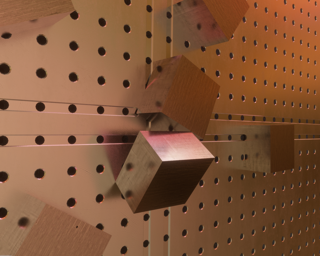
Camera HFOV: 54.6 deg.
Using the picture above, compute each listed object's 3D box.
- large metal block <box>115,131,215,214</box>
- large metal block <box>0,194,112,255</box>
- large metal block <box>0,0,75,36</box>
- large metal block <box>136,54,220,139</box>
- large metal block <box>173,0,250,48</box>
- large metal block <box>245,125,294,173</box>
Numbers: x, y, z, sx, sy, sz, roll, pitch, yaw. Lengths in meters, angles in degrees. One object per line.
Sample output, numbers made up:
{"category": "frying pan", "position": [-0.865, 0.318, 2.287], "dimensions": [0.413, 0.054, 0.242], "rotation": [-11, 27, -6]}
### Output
{"category": "large metal block", "position": [0.005, 0.050, 0.371], "dimensions": [0.081, 0.050, 0.080], "rotation": [1, 127, -40]}
{"category": "large metal block", "position": [-0.108, 0.122, 0.302], "dimensions": [0.080, 0.050, 0.080], "rotation": [40, 66, -33]}
{"category": "large metal block", "position": [-0.137, -0.131, 0.277], "dimensions": [0.081, 0.050, 0.080], "rotation": [-31, 109, -36]}
{"category": "large metal block", "position": [0.027, -0.038, 0.414], "dimensions": [0.080, 0.050, 0.080], "rotation": [31, 71, -36]}
{"category": "large metal block", "position": [0.078, -0.180, 0.456], "dimensions": [0.080, 0.050, 0.080], "rotation": [47, 62, -30]}
{"category": "large metal block", "position": [0.197, 0.034, 0.557], "dimensions": [0.081, 0.050, 0.080], "rotation": [-1, 91, -40]}
